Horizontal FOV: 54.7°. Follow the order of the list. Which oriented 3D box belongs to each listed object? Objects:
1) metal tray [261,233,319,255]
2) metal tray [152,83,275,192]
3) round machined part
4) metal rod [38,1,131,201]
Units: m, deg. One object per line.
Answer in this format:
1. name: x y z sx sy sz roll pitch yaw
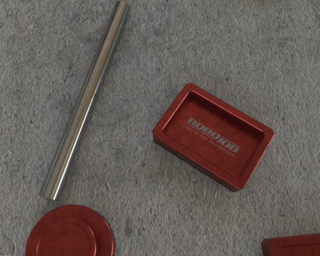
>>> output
1. metal tray: 0.190 0.165 0.347 0.131 0.030 0.090 -5 70 -2
2. metal tray: 0.067 0.011 0.402 0.130 0.030 0.090 32 73 10
3. round machined part: -0.102 0.136 0.348 0.099 0.042 0.098 0 70 -1
4. metal rod: -0.096 -0.050 0.425 0.025 0.025 0.299 14 70 5
